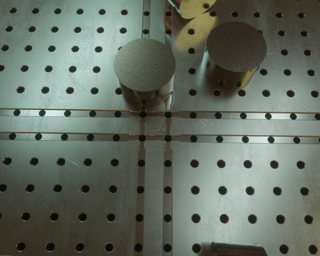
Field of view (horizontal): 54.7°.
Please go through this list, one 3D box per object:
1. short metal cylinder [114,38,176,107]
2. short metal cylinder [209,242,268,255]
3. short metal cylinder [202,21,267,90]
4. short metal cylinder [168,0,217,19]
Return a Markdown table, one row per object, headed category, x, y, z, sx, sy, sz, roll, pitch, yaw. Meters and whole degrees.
| category | x | y | z | sx | sy | sz | roll | pitch | yaw |
| --- | --- | --- | --- | --- | --- | --- | --- | --- | --- |
| short metal cylinder | -0.020 | -0.075 | 0.426 | 0.081 | 0.050 | 0.080 | 0 | 70 | -1 |
| short metal cylinder | 0.080 | 0.163 | 0.324 | 0.050 | 0.080 | 0.080 | 4 | 70 | 1 |
| short metal cylinder | 0.102 | -0.101 | 0.437 | 0.081 | 0.050 | 0.080 | 0 | 70 | 0 |
| short metal cylinder | 0.048 | -0.211 | 0.460 | 0.080 | 0.080 | 0.050 | -31 | 73 | -11 |
